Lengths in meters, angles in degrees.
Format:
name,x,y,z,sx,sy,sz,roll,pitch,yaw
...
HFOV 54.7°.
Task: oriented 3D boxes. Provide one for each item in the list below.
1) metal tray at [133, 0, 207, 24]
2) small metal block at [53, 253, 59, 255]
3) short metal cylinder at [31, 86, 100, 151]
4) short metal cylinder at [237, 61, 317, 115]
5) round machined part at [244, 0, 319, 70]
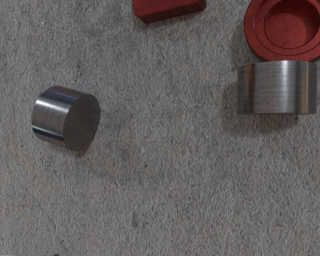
name,x,y,z,sx,sy,sz,roll,pitch,yaw
metal tray,0.007,-0.212,0.404,0.090,0.030,0.129,-7,88,19
small metal block,-0.181,0.216,0.460,0.050,0.050,0.025,-29,81,17
short metal cylinder,-0.126,-0.013,0.424,0.050,0.080,0.080,17,96,19
short metal cylinder,0.125,-0.040,0.336,0.080,0.080,0.050,1,91,20
round machined part,0.146,-0.113,0.347,0.098,0.042,0.097,-1,87,19
